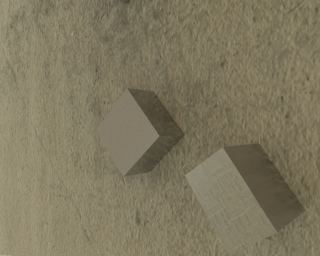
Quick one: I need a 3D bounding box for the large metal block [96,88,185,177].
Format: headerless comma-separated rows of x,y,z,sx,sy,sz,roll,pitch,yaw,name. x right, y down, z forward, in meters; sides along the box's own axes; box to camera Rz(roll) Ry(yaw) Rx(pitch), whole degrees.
-0.028,0.006,0.410,0.080,0.050,0.080,-49,61,28,large metal block

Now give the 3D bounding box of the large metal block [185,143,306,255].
0.083,0.063,0.299,0.050,0.081,0.080,-43,64,31,large metal block

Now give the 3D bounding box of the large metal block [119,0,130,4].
-0.068,-0.238,0.443,0.080,0.050,0.080,45,117,30,large metal block
